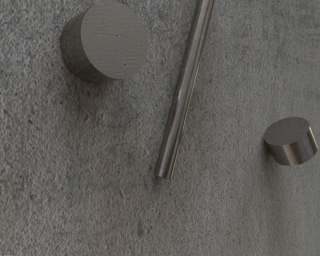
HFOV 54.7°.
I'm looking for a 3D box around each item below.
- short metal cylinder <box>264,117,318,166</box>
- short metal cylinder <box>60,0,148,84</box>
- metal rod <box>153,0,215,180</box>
[{"bbox_3d":[0.240,0.024,0.570,0.080,0.080,0.050,-48,119,-29],"label":"short metal cylinder"},{"bbox_3d":[-0.060,-0.090,0.338,0.081,0.050,0.080,0,90,-40],"label":"short metal cylinder"},{"bbox_3d":[0.040,-0.077,0.437,0.025,0.025,0.299,24,75,-38],"label":"metal rod"}]
